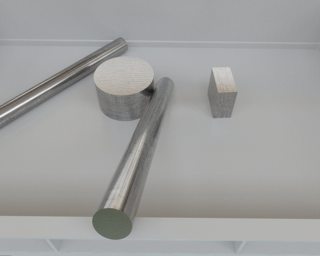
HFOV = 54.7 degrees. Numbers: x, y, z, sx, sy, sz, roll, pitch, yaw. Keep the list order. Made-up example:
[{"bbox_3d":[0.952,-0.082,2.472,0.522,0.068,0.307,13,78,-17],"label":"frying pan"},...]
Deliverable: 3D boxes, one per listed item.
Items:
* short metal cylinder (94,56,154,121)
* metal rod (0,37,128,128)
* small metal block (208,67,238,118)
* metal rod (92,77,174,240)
[{"bbox_3d":[-0.049,-0.056,0.435,0.081,0.050,0.080,0,50,0],"label":"short metal cylinder"},{"bbox_3d":[-0.164,-0.057,0.450,0.025,0.025,0.302,35,58,25],"label":"metal rod"},{"bbox_3d":[0.086,-0.049,0.431,0.025,0.050,0.050,-2,50,-2],"label":"small metal block"},{"bbox_3d":[-0.010,-0.002,0.326,0.025,0.025,0.301,6,25,5],"label":"metal rod"}]
